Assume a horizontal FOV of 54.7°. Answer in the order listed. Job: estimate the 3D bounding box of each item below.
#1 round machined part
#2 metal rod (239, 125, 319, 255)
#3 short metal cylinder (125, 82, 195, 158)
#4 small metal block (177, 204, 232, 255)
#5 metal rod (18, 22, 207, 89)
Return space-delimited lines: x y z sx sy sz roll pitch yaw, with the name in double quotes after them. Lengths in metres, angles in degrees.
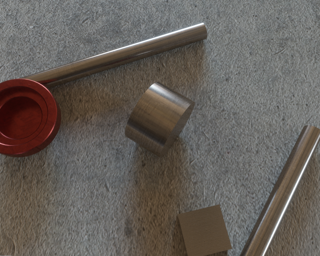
-0.177 -0.010 0.398 0.099 0.042 0.098 1 75 -2 "round machined part"
0.122 0.123 0.364 0.025 0.025 0.300 31 72 10 "metal rod"
0.001 -0.010 0.383 0.050 0.080 0.080 31 73 10 "short metal cylinder"
0.051 0.122 0.364 0.050 0.025 0.050 -12 71 -5 "small metal block"
-0.076 -0.096 0.442 0.302 0.025 0.025 -19 71 -8 "metal rod"
